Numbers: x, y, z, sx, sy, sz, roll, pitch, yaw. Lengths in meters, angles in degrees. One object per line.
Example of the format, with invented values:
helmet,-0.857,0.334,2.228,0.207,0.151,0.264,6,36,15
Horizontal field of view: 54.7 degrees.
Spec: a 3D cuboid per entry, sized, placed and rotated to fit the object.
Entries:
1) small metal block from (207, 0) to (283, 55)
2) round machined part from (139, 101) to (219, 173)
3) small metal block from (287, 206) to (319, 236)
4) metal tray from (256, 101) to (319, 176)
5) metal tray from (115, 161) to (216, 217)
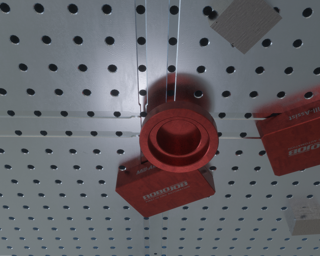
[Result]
small metal block,0.085,-0.113,0.316,0.050,0.025,0.050,31,124,-24
round machined part,0.025,0.007,0.401,0.099,0.042,0.097,2,123,3
small metal block,0.263,0.168,0.557,0.050,0.025,0.050,-5,130,4
metal tray,0.208,0.011,0.419,0.130,0.030,0.090,-20,128,16
metal tray,0.008,0.088,0.483,0.130,0.030,0.090,-24,126,19
